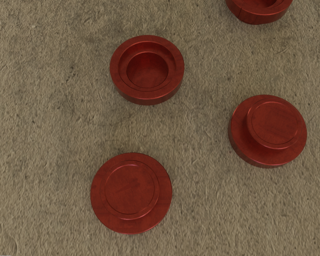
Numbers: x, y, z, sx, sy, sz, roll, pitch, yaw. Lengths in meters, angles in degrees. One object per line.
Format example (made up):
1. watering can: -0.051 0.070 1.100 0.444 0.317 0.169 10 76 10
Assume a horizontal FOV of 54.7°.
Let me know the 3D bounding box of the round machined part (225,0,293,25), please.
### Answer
1. round machined part: 0.148 -0.198 0.472 0.099 0.042 0.098 0 70 0

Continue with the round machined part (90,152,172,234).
1. round machined part: -0.034 0.076 0.371 0.099 0.042 0.098 0 70 0

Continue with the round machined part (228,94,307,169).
1. round machined part: 0.141 0.000 0.400 0.099 0.042 0.098 0 70 0

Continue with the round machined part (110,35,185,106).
1. round machined part: -0.017 -0.075 0.426 0.099 0.042 0.098 0 70 0
